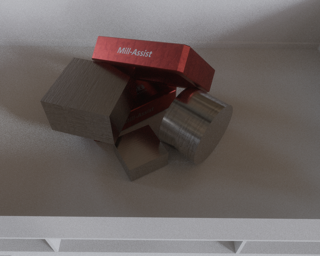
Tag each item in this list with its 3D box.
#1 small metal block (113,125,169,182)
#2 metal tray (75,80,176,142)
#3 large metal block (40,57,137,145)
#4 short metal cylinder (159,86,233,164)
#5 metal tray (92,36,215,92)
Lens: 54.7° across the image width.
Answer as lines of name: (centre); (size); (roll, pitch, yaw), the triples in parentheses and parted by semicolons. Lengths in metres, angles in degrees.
small metal block: (-0.024, 0.030, 0.378); (0.050, 0.025, 0.050); (-23, 54, -19)
metal tray: (-0.054, -0.045, 0.436); (0.131, 0.030, 0.090); (-27, 55, -22)
large metal block: (-0.080, -0.034, 0.373); (0.080, 0.050, 0.080); (13, 51, 10)
short metal cylinder: (0.044, -0.004, 0.372); (0.050, 0.080, 0.080); (32, 57, 24)
metal tray: (-0.008, -0.080, 0.390); (0.130, 0.090, 0.030); (15, 89, 30)
